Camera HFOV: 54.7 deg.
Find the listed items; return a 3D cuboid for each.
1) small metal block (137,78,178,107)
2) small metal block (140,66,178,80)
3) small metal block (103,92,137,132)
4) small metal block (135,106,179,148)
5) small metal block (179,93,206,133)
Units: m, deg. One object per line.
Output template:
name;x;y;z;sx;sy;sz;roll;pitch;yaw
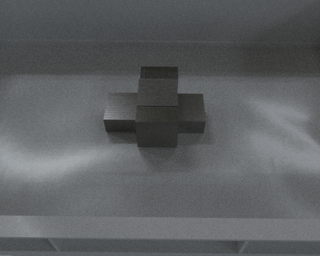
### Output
small metal block;-0.003;-0.038;0.401;0.050;0.025;0.050;1;50;0
small metal block;-0.001;-0.059;0.435;0.050;0.050;0.025;1;50;0
small metal block;-0.047;-0.022;0.420;0.050;0.025;0.050;1;50;0
small metal block;-0.003;-0.001;0.385;0.050;0.050;0.025;1;50;0
small metal block;0.034;-0.020;0.420;0.050;0.025;0.050;1;50;0
